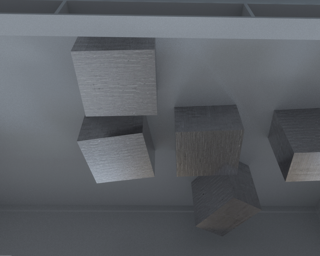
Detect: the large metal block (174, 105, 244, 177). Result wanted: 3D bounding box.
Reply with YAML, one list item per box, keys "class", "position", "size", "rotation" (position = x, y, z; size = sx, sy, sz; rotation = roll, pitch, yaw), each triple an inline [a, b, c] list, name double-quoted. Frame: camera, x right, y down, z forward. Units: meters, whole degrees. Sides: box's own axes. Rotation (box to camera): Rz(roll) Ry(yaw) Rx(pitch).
- class: "large metal block"
  position: [0.061, 0.018, 0.408]
  size: [0.080, 0.050, 0.079]
  rotation: [-2, 130, 1]

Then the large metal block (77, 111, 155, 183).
- class: "large metal block"
  position: [-0.054, 0.025, 0.413]
  size: [0.080, 0.050, 0.080]
  rotation: [-8, 130, 6]

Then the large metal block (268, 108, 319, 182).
- class: "large metal block"
  position: [0.192, 0.019, 0.391]
  size: [0.080, 0.080, 0.050]
  rotation: [-3, 130, 2]

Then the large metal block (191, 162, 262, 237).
- class: "large metal block"
  position: [0.094, 0.099, 0.458]
  size: [0.050, 0.080, 0.080]
  rotation: [27, 125, -21]

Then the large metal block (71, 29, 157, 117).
- class: "large metal block"
  position: [-0.044, -0.060, 0.341]
  size: [0.080, 0.050, 0.079]
  rotation: [-1, 130, 1]
